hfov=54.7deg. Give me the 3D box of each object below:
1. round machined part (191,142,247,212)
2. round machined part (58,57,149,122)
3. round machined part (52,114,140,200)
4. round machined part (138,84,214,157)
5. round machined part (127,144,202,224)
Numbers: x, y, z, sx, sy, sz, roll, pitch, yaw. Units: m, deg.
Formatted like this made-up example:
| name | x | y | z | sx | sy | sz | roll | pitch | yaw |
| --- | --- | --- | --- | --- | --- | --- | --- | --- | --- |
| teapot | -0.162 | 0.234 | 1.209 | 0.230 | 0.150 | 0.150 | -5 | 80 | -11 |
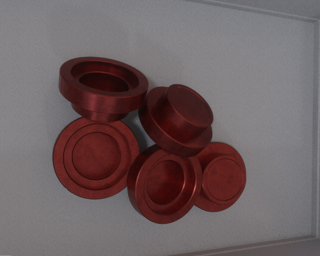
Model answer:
| name | x | y | z | sx | sy | sz | roll | pitch | yaw |
| --- | --- | --- | --- | --- | --- | --- | --- | --- | --- |
| round machined part | 0.079 | 0.068 | 0.430 | 0.099 | 0.042 | 0.097 | 0 | 90 | -21 |
| round machined part | -0.066 | -0.042 | 0.357 | 0.099 | 0.098 | 0.042 | 3 | 125 | -20 |
| round machined part | -0.077 | 0.033 | 0.371 | 0.099 | 0.042 | 0.097 | 0 | 90 | -21 |
| round machined part | 0.026 | -0.016 | 0.381 | 0.099 | 0.042 | 0.098 | 24 | 40 | -22 |
| round machined part | 0.002 | 0.066 | 0.389 | 0.099 | 0.042 | 0.097 | -5 | 99 | -33 |
